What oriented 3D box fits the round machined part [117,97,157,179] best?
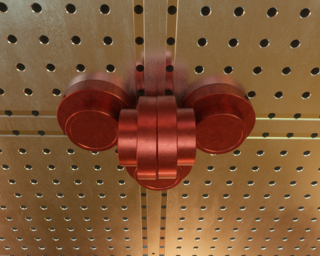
[{"bbox_3d":[-0.025,0.011,0.365,0.042,0.098,0.097,1,130,-1],"label":"round machined part"}]

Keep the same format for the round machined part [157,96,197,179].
[{"bbox_3d":[0.019,0.010,0.366,0.042,0.098,0.097,-1,130,0],"label":"round machined part"}]

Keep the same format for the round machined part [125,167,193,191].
[{"bbox_3d":[-0.002,0.053,0.446,0.099,0.042,0.097,-1,130,0],"label":"round machined part"}]

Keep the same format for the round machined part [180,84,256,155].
[{"bbox_3d":[0.073,-0.004,0.397,0.099,0.042,0.097,-1,130,0],"label":"round machined part"}]

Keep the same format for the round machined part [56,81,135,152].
[{"bbox_3d":[-0.081,-0.008,0.392,0.099,0.042,0.097,-1,130,0],"label":"round machined part"}]
